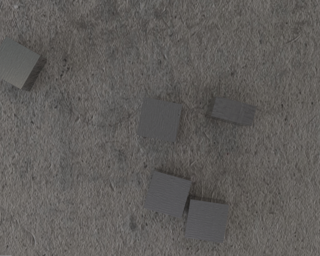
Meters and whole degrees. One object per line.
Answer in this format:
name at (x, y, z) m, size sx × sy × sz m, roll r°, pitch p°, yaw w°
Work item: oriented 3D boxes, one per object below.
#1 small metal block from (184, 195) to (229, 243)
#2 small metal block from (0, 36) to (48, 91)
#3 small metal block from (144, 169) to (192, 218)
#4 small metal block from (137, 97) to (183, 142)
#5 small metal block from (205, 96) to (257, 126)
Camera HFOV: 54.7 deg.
small metal block at (0.060, 0.120, 0.410) m, size 0.050 × 0.025 × 0.050 m, roll 9°, pitch 90°, yaw 0°
small metal block at (-0.187, -0.083, 0.408) m, size 0.050 × 0.025 × 0.050 m, roll 30°, pitch 90°, yaw 0°
small metal block at (0.010, 0.085, 0.410) m, size 0.050 × 0.025 × 0.050 m, roll 16°, pitch 90°, yaw 0°
small metal block at (0.000, -0.011, 0.410) m, size 0.050 × 0.025 × 0.050 m, roll 11°, pitch 90°, yaw 0°
small metal block at (0.089, -0.021, 0.398) m, size 0.050 × 0.050 × 0.025 m, roll 14°, pitch 90°, yaw 0°
